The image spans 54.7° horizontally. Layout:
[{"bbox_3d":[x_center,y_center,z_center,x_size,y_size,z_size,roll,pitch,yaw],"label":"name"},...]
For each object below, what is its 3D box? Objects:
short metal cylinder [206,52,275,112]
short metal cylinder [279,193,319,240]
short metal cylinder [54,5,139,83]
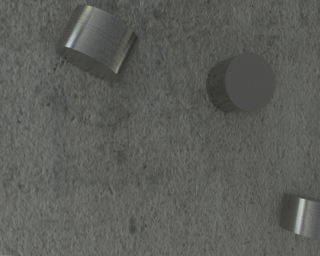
[{"bbox_3d":[0.114,-0.062,0.439,0.081,0.050,0.079,0,90,-21],"label":"short metal cylinder"},{"bbox_3d":[0.225,0.132,0.465,0.081,0.080,0.050,12,86,-20],"label":"short metal cylinder"},{"bbox_3d":[-0.071,-0.093,0.354,0.080,0.080,0.050,27,81,-19],"label":"short metal cylinder"}]
